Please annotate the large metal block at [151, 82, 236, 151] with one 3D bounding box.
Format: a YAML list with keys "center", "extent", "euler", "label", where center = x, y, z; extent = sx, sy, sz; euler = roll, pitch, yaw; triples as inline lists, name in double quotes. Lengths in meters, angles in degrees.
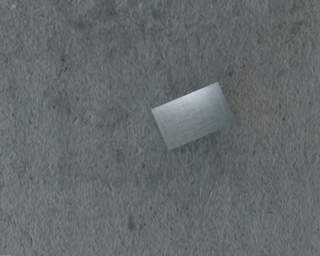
- center: [0.037, -0.013, 0.383]
  extent: [0.080, 0.080, 0.050]
  euler: [-23, 90, 0]
  label: "large metal block"
